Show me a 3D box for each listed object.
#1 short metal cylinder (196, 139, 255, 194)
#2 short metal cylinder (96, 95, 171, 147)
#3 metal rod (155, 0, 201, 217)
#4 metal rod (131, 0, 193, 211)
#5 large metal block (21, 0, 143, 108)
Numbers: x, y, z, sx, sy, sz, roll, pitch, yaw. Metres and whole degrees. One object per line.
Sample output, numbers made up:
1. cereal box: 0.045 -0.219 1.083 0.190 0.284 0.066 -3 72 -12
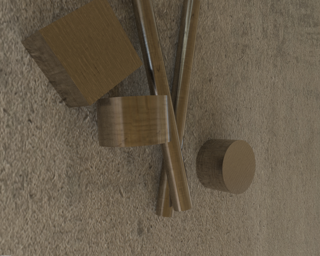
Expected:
1. short metal cylinder: 0.101 0.057 0.473 0.081 0.050 0.079 0 90 -40
2. short metal cylinder: -0.029 -0.009 0.345 0.081 0.080 0.050 -6 94 -40
3. metal rod: 0.026 -0.032 0.426 0.025 0.025 0.298 13 82 -39
4. metal rod: 0.000 -0.045 0.386 0.025 0.025 0.298 -13 93 -39
5. large metal block: -0.078 -0.077 0.323 0.080 0.050 0.080 -45 117 -31
